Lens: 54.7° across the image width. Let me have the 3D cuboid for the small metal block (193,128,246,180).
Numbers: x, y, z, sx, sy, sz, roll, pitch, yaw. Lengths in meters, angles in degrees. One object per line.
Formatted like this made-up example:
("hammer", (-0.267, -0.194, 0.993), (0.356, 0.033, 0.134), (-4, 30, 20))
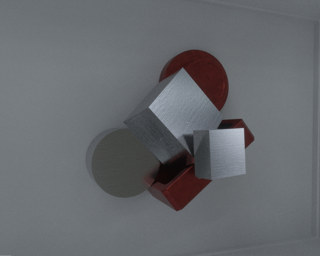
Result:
("small metal block", (0.064, 0.026, 0.332), (0.050, 0.025, 0.050), (-3, 91, -33))

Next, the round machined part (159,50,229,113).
("round machined part", (0.052, -0.058, 0.420), (0.099, 0.042, 0.097), (0, 90, -21))

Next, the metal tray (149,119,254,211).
("metal tray", (0.044, 0.040, 0.391), (0.131, 0.090, 0.030), (-40, 102, -16))

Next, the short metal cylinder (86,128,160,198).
("short metal cylinder", (-0.047, 0.040, 0.379), (0.081, 0.050, 0.079), (0, 90, -21))

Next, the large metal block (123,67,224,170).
("large metal block", (0.019, -0.010, 0.365), (0.080, 0.050, 0.080), (48, 50, -14))
